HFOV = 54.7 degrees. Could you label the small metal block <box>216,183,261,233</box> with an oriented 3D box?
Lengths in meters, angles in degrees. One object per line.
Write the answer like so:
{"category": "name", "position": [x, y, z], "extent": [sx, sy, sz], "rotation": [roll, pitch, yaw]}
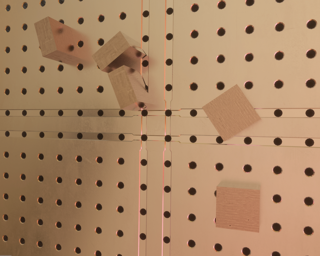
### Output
{"category": "small metal block", "position": [0.096, 0.096, 0.379], "extent": [0.050, 0.025, 0.050], "rotation": [1, 90, 19]}

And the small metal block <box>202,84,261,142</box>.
{"category": "small metal block", "position": [0.088, -0.018, 0.381], "extent": [0.050, 0.025, 0.050], "rotation": [-34, 79, 16]}

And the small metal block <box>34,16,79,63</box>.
{"category": "small metal block", "position": [-0.150, -0.126, 0.450], "extent": [0.025, 0.050, 0.050], "rotation": [-18, 84, 19]}

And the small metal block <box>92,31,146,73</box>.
{"category": "small metal block", "position": [-0.054, -0.098, 0.417], "extent": [0.050, 0.050, 0.025], "rotation": [-37, 79, 16]}

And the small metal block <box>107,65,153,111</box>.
{"category": "small metal block", "position": [-0.039, -0.051, 0.412], "extent": [0.025, 0.050, 0.050], "rotation": [-24, 83, 18]}
